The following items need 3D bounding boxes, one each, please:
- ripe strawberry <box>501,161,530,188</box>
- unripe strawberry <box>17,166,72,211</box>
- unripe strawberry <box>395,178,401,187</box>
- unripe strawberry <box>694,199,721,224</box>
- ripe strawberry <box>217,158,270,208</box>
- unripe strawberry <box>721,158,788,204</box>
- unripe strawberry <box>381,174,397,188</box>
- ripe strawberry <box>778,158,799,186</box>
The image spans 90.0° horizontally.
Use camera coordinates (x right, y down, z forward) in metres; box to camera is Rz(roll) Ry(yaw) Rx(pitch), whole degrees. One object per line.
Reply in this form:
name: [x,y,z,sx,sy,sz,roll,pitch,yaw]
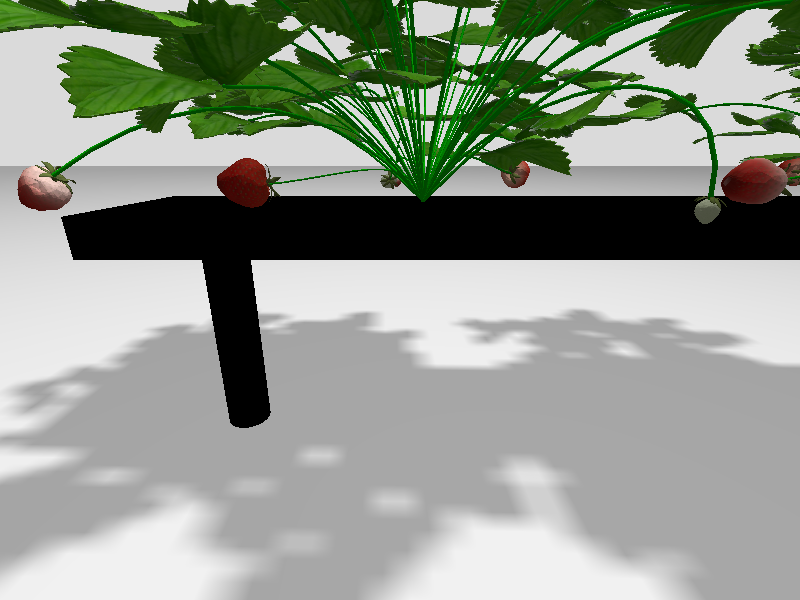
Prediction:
ripe strawberry: [0.144,-0.158,0.496,0.034,0.036,0.037,14,24,34]
unripe strawberry: [-0.244,-0.075,0.273,0.029,0.028,0.026,46,3,-24]
unripe strawberry: [-0.004,-0.145,0.492,0.012,0.012,0.010,-3,20,-8]
unripe strawberry: [0.140,-0.040,0.182,0.011,0.011,0.010,-14,24,-34]
ripe strawberry: [-0.121,-0.089,0.308,0.038,0.037,0.035,-5,20,-11]
unripe strawberry: [0.272,-0.092,0.311,0.040,0.034,0.039,-3,20,-7]
unripe strawberry: [-0.013,-0.141,0.471,0.019,0.016,0.019,-5,13,-12]
ripe strawberry: [0.493,-0.161,0.501,0.039,0.035,0.035,3,20,7]
